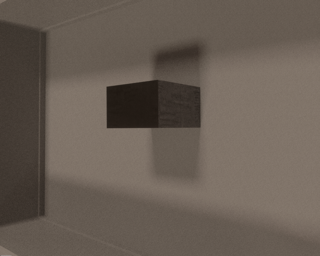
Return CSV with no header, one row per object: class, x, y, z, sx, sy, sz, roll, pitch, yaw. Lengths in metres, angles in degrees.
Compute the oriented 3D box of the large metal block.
large metal block,-0.007,-0.025,0.375,0.080,0.081,0.050,0,90,39
